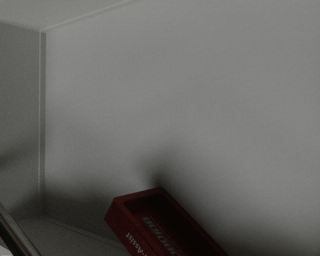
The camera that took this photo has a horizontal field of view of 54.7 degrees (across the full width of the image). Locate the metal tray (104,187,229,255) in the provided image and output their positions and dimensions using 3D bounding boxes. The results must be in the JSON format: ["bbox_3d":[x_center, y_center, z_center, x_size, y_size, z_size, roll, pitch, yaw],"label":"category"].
[{"bbox_3d":[0.009,0.127,0.355,0.130,0.091,0.030,42,115,31],"label":"metal tray"}]

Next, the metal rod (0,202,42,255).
[{"bbox_3d":[-0.222,0.128,0.433,0.300,0.025,0.025,29,108,36],"label":"metal rod"}]
